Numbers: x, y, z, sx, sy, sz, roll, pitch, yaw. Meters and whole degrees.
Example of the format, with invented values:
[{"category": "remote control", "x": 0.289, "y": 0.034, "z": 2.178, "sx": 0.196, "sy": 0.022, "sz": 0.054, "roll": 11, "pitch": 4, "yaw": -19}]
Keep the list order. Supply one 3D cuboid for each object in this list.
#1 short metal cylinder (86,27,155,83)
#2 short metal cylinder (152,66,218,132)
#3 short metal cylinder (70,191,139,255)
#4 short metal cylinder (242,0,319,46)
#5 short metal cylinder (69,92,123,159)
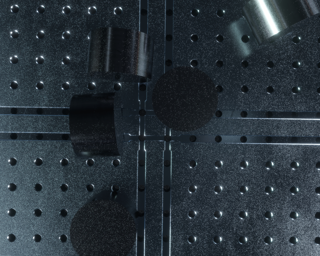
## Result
[{"category": "short metal cylinder", "x": -0.049, "y": -0.087, "z": 0.385, "sx": 0.081, "sy": 0.080, "sz": 0.050, "roll": 5, "pitch": 90, "yaw": -1}, {"category": "short metal cylinder", "x": 0.030, "y": -0.035, "z": 0.401, "sx": 0.081, "sy": 0.050, "sz": 0.079, "roll": 0, "pitch": 90, "yaw": -1}, {"category": "short metal cylinder", "x": -0.069, "y": 0.126, "z": 0.400, "sx": 0.081, "sy": 0.050, "sz": 0.079, "roll": 0, "pitch": 90, "yaw": -1}, {"category": "short metal cylinder", "x": 0.151, "y": -0.145, "z": 0.388, "sx": 0.080, "sy": 0.080, "sz": 0.050, "roll": -26, "pitch": 90, "yaw": 0}, {"category": "short metal cylinder", "x": -0.076, "y": -0.003, "z": 0.385, "sx": 0.050, "sy": 0.080, "sz": 0.079, "roll": -4, "pitch": 90, "yaw": 0}]
